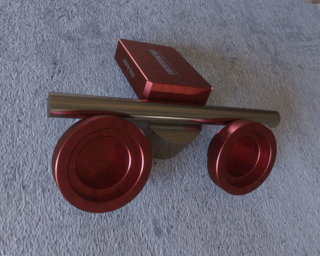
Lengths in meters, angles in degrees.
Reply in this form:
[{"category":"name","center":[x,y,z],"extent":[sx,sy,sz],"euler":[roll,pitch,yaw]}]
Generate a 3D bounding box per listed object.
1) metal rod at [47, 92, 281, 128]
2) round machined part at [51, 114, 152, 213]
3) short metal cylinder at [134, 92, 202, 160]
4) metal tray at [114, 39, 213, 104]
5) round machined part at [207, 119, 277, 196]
[{"category":"metal rod","center":[0.027,-0.018,0.369],"extent":[0.303,0.025,0.025],"euler":[2,61,-28]},{"category":"round machined part","center":[-0.061,0.034,0.321],"extent":[0.099,0.042,0.097],"euler":[-6,103,-28]},{"category":"short metal cylinder","center":[0.006,-0.005,0.398],"extent":[0.081,0.050,0.080],"euler":[14,56,-21]},{"category":"metal tray","center":[0.000,-0.075,0.415],"extent":[0.091,0.030,0.130],"euler":[2,35,-28]},{"category":"round machined part","center":[0.102,0.035,0.407],"extent":[0.099,0.042,0.097],"euler":[-8,108,-26]}]
